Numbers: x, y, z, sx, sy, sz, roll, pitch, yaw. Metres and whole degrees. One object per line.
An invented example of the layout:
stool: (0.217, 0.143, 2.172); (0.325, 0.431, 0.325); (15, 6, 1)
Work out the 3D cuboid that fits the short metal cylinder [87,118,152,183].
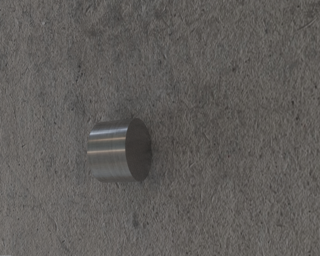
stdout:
short metal cylinder: (-0.049, 0.029, 0.398); (0.050, 0.080, 0.080); (-5, 88, 20)
